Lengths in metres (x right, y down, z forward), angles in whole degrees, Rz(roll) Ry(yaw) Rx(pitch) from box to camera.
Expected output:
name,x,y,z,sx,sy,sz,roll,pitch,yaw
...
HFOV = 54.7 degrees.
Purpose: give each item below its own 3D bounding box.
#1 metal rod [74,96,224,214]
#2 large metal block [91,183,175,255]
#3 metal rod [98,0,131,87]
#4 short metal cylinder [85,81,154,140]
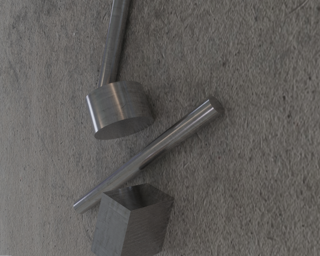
name,x,y,z,sx,sy,sz,roll,pitch,yaw
metal rod,-0.034,0.052,0.432,0.299,0.025,0.025,-39,67,33
large metal block,-0.034,0.123,0.397,0.050,0.081,0.079,22,104,38
metal rod,-0.061,-0.159,0.455,0.025,0.025,0.298,20,102,38
short metal cylinder,-0.054,-0.022,0.414,0.080,0.081,0.050,-29,72,36
